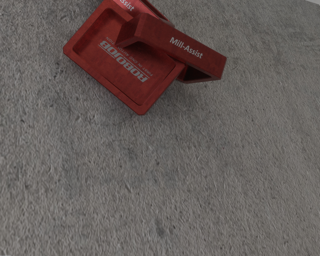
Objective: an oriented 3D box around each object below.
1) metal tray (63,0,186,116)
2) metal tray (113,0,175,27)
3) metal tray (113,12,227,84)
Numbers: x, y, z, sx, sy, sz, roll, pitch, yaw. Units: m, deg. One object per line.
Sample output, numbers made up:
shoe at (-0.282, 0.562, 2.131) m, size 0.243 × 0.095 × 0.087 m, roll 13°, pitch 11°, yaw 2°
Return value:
metal tray at (-0.044, -0.088, 0.399) m, size 0.130 × 0.030 × 0.090 m, roll 40°, pitch 89°, yaw -2°
metal tray at (-0.043, -0.188, 0.464) m, size 0.130 × 0.030 × 0.090 m, roll 43°, pitch 20°, yaw 2°
metal tray at (0.011, -0.099, 0.411) m, size 0.131 × 0.090 × 0.030 m, roll 20°, pitch 84°, yaw -28°
